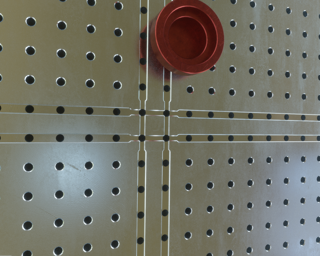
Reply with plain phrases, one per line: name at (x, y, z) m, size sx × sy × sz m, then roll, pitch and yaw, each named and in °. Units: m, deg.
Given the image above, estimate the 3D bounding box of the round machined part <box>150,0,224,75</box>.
round machined part at (0.033, -0.119, 0.417) m, size 0.099 × 0.042 × 0.097 m, roll 0°, pitch 90°, yaw -21°
